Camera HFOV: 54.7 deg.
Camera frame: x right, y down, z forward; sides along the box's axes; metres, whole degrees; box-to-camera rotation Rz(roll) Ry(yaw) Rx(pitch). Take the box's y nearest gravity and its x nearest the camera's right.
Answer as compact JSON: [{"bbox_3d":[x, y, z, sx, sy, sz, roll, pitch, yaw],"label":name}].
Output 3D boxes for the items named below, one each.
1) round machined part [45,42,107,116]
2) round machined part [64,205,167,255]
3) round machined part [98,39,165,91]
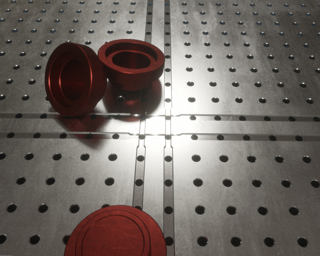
[{"bbox_3d":[-0.111,-0.065,0.426,0.098,0.097,0.042,39,24,27],"label":"round machined part"},{"bbox_3d":[-0.043,0.119,0.296,0.099,0.042,0.098,0,50,0],"label":"round machined part"},{"bbox_3d":[-0.044,-0.092,0.466,0.099,0.042,0.098,5,42,-5],"label":"round machined part"}]
